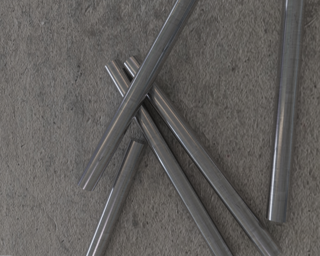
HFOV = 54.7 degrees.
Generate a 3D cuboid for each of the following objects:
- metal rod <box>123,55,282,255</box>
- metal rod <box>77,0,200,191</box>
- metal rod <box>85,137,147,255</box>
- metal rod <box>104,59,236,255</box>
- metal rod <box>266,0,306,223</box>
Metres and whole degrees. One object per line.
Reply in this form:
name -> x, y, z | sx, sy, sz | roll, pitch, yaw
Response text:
metal rod -> 0.046, 0.028, 0.392 | 0.025, 0.025, 0.299 | -39, 78, 16
metal rod -> -0.026, -0.050, 0.390 | 0.025, 0.025, 0.299 | 33, 100, 17
metal rod -> -0.083, 0.155, 0.438 | 0.025, 0.025, 0.298 | 24, 98, 18
metal rod -> 0.009, 0.039, 0.405 | 0.025, 0.025, 0.299 | -34, 79, 17
metal rod -> 0.146, -0.043, 0.357 | 0.025, 0.025, 0.298 | 4, 91, 20
